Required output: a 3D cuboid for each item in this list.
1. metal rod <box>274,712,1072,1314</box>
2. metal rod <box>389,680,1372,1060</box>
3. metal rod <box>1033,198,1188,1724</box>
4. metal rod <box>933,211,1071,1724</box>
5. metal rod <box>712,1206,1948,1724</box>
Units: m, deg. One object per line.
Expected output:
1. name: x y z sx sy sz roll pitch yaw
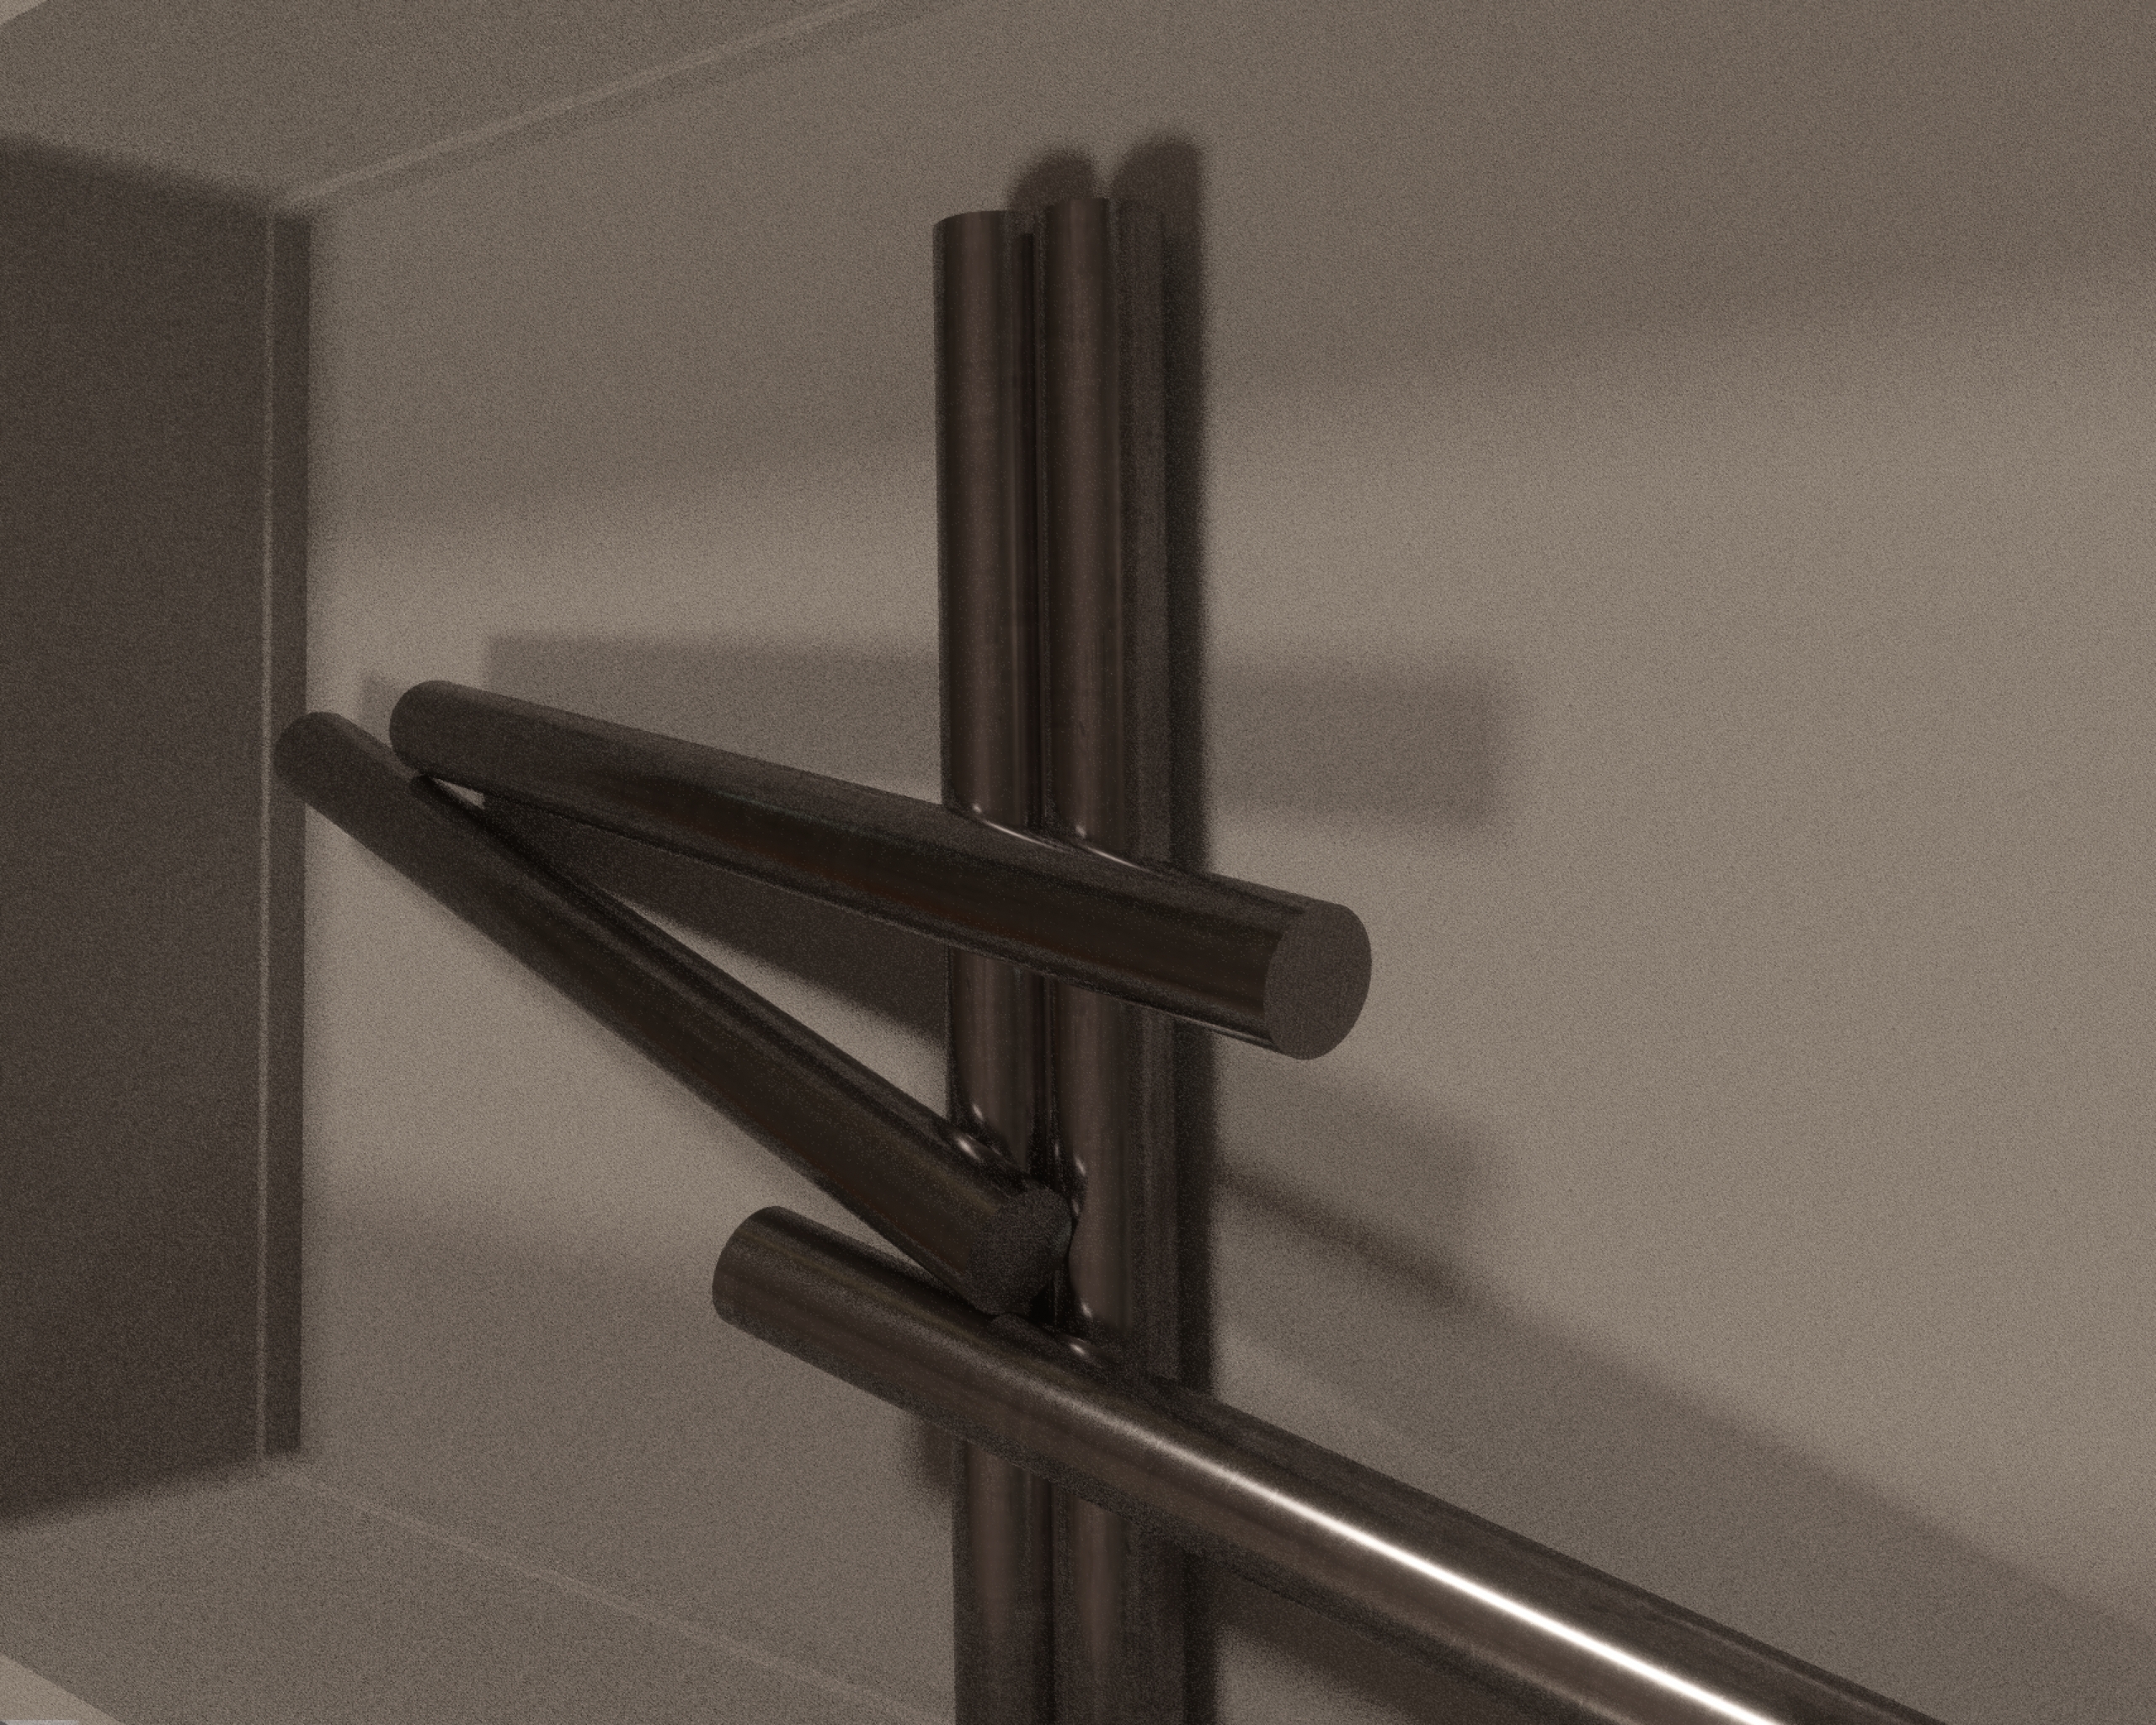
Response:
1. metal rod: -0.110 0.020 0.477 0.300 0.025 0.025 27 107 42
2. metal rod: -0.064 -0.008 0.430 0.300 0.025 0.025 15 99 46
3. metal rod: 0.006 0.026 0.396 0.025 0.025 0.298 -1 89 39
4. metal rod: -0.014 0.023 0.412 0.025 0.025 0.298 -2 89 39
5. metal rod: 0.058 0.116 0.333 0.300 0.025 0.025 16 100 33
